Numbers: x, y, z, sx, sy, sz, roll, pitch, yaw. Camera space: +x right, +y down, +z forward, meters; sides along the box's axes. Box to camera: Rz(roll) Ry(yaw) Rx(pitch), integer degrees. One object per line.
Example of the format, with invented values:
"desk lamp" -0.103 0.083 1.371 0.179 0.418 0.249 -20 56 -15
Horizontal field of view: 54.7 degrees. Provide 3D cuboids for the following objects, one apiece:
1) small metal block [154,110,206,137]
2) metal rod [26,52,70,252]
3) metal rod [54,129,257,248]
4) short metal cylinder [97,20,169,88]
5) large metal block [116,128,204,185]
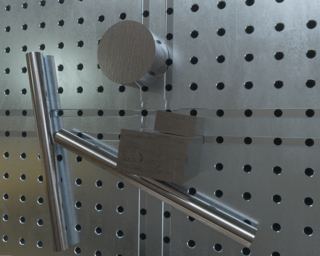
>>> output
"small metal block" 0.026 -0.005 0.389 0.050 0.050 0.025 10 94 19
"metal rod" -0.170 0.033 0.470 0.025 0.025 0.298 -10 87 19
"metal rod" -0.019 0.072 0.418 0.301 0.025 0.025 25 98 18
"short metal cylinder" -0.035 -0.095 0.411 0.080 0.050 0.079 0 90 19
"large metal block" 0.003 0.031 0.382 0.080 0.080 0.050 8 93 19
